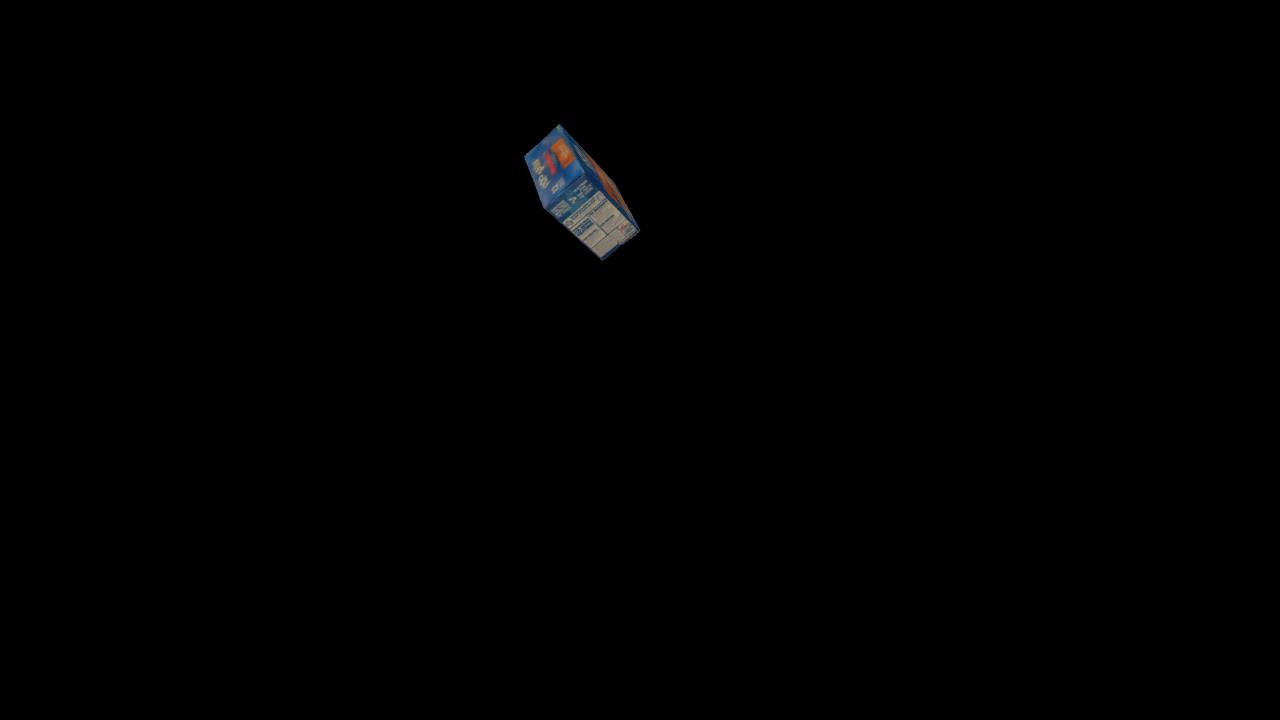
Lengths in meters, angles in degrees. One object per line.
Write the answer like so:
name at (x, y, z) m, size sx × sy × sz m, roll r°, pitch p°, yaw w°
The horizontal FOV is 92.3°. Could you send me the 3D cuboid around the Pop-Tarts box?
Pop-Tarts box at (-0.092, -0.263, 0.964) m, size 0.083 × 0.167 × 0.141 m, roll -38°, pitch -45°, yaw 15°
